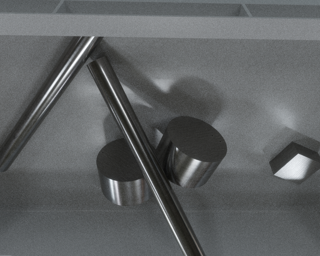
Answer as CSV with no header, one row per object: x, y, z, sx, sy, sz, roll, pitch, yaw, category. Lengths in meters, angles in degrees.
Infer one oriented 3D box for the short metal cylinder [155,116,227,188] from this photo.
0.038,0.030,0.399,0.081,0.080,0.050,15,128,-13,short metal cylinder

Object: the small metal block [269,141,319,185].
0.201,0.053,0.457,0.050,0.025,0.050,21,127,-18,small metal block

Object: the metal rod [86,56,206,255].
-0.007,0.057,0.374,0.025,0.025,0.299,-23,101,17,metal rod

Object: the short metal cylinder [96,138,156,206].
-0.043,0.058,0.422,0.081,0.080,0.050,0,130,0,short metal cylinder

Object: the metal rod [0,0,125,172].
-0.139,-0.035,0.376,0.025,0.025,0.299,31,123,-24,metal rod
